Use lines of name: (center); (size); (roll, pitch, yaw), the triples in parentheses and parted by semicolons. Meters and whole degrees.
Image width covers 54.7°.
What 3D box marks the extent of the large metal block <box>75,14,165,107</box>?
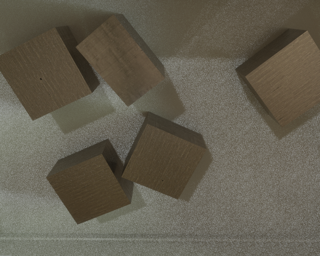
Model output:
large metal block: (-0.040, -0.080, 0.352); (0.050, 0.080, 0.080); (-37, 106, 12)

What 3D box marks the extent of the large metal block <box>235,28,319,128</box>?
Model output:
large metal block: (0.153, -0.061, 0.376); (0.080, 0.050, 0.080); (-37, 106, 12)

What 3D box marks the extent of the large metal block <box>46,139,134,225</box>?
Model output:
large metal block: (-0.092, 0.073, 0.424); (0.080, 0.050, 0.080); (-23, 109, 8)

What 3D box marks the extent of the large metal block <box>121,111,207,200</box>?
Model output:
large metal block: (0.004, 0.036, 0.411); (0.080, 0.050, 0.080); (24, 108, -9)

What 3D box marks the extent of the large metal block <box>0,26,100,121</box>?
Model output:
large metal block: (-0.131, -0.067, 0.372); (0.080, 0.050, 0.080); (-24, 109, 8)
